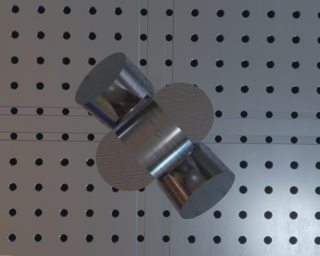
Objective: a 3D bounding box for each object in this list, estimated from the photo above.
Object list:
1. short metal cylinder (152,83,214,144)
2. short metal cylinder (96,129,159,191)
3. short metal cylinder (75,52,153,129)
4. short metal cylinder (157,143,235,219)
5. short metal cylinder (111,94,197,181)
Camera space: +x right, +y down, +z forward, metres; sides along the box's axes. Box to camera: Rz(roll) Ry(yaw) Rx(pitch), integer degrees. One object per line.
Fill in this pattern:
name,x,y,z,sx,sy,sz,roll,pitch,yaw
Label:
short metal cylinder,0.025,-0.016,0.400,0.081,0.050,0.079,0,90,-1
short metal cylinder,-0.037,0.037,0.400,0.081,0.050,0.079,0,90,-1
short metal cylinder,-0.056,-0.045,0.378,0.080,0.080,0.050,-46,125,0
short metal cylinder,0.044,0.065,0.379,0.080,0.080,0.050,-41,55,0
short metal cylinder,-0.006,0.010,0.334,0.050,0.080,0.080,-41,91,0
